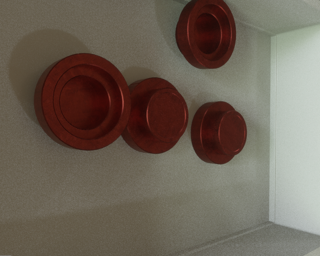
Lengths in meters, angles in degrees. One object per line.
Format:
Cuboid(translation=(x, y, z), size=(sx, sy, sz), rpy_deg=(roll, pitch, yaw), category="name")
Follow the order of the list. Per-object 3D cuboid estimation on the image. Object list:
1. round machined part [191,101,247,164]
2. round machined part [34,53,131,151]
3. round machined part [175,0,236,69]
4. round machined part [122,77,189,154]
Cuboid(translation=(0.097, 0.007, 0.476), size=(0.099, 0.042, 0.097), rpy_deg=(0, 90, -40), category="round machined part")
Cuboid(translation=(-0.083, -0.026, 0.326), size=(0.099, 0.042, 0.097), rpy_deg=(0, 90, -40), category="round machined part")
Cuboid(translation=(0.061, -0.133, 0.441), size=(0.099, 0.042, 0.097), rpy_deg=(-7, 101, -38), category="round machined part")
Cuboid(translation=(-0.002, -0.016, 0.394), size=(0.099, 0.042, 0.097), rpy_deg=(0, 90, -40), category="round machined part")
